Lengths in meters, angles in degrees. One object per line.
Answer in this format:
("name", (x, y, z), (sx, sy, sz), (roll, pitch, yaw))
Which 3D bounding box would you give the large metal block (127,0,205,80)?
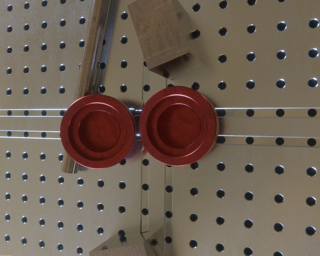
("large metal block", (0.011, -0.111, 0.379), (0.050, 0.080, 0.080), (-20, 84, 19))

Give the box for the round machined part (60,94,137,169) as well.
("round machined part", (-0.080, 0.004, 0.422), (0.099, 0.042, 0.097), (0, 94, 2))

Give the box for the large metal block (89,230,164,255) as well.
("large metal block", (-0.038, 0.190, 0.413), (0.080, 0.050, 0.080), (-17, 84, 19))

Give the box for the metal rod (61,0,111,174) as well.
("metal rod", (-0.104, -0.082, 0.449), (0.025, 0.025, 0.298), (13, 94, 19))

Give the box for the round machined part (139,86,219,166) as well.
("round machined part", (0.026, -0.003, 0.394), (0.098, 0.042, 0.097), (0, 90, 20))
